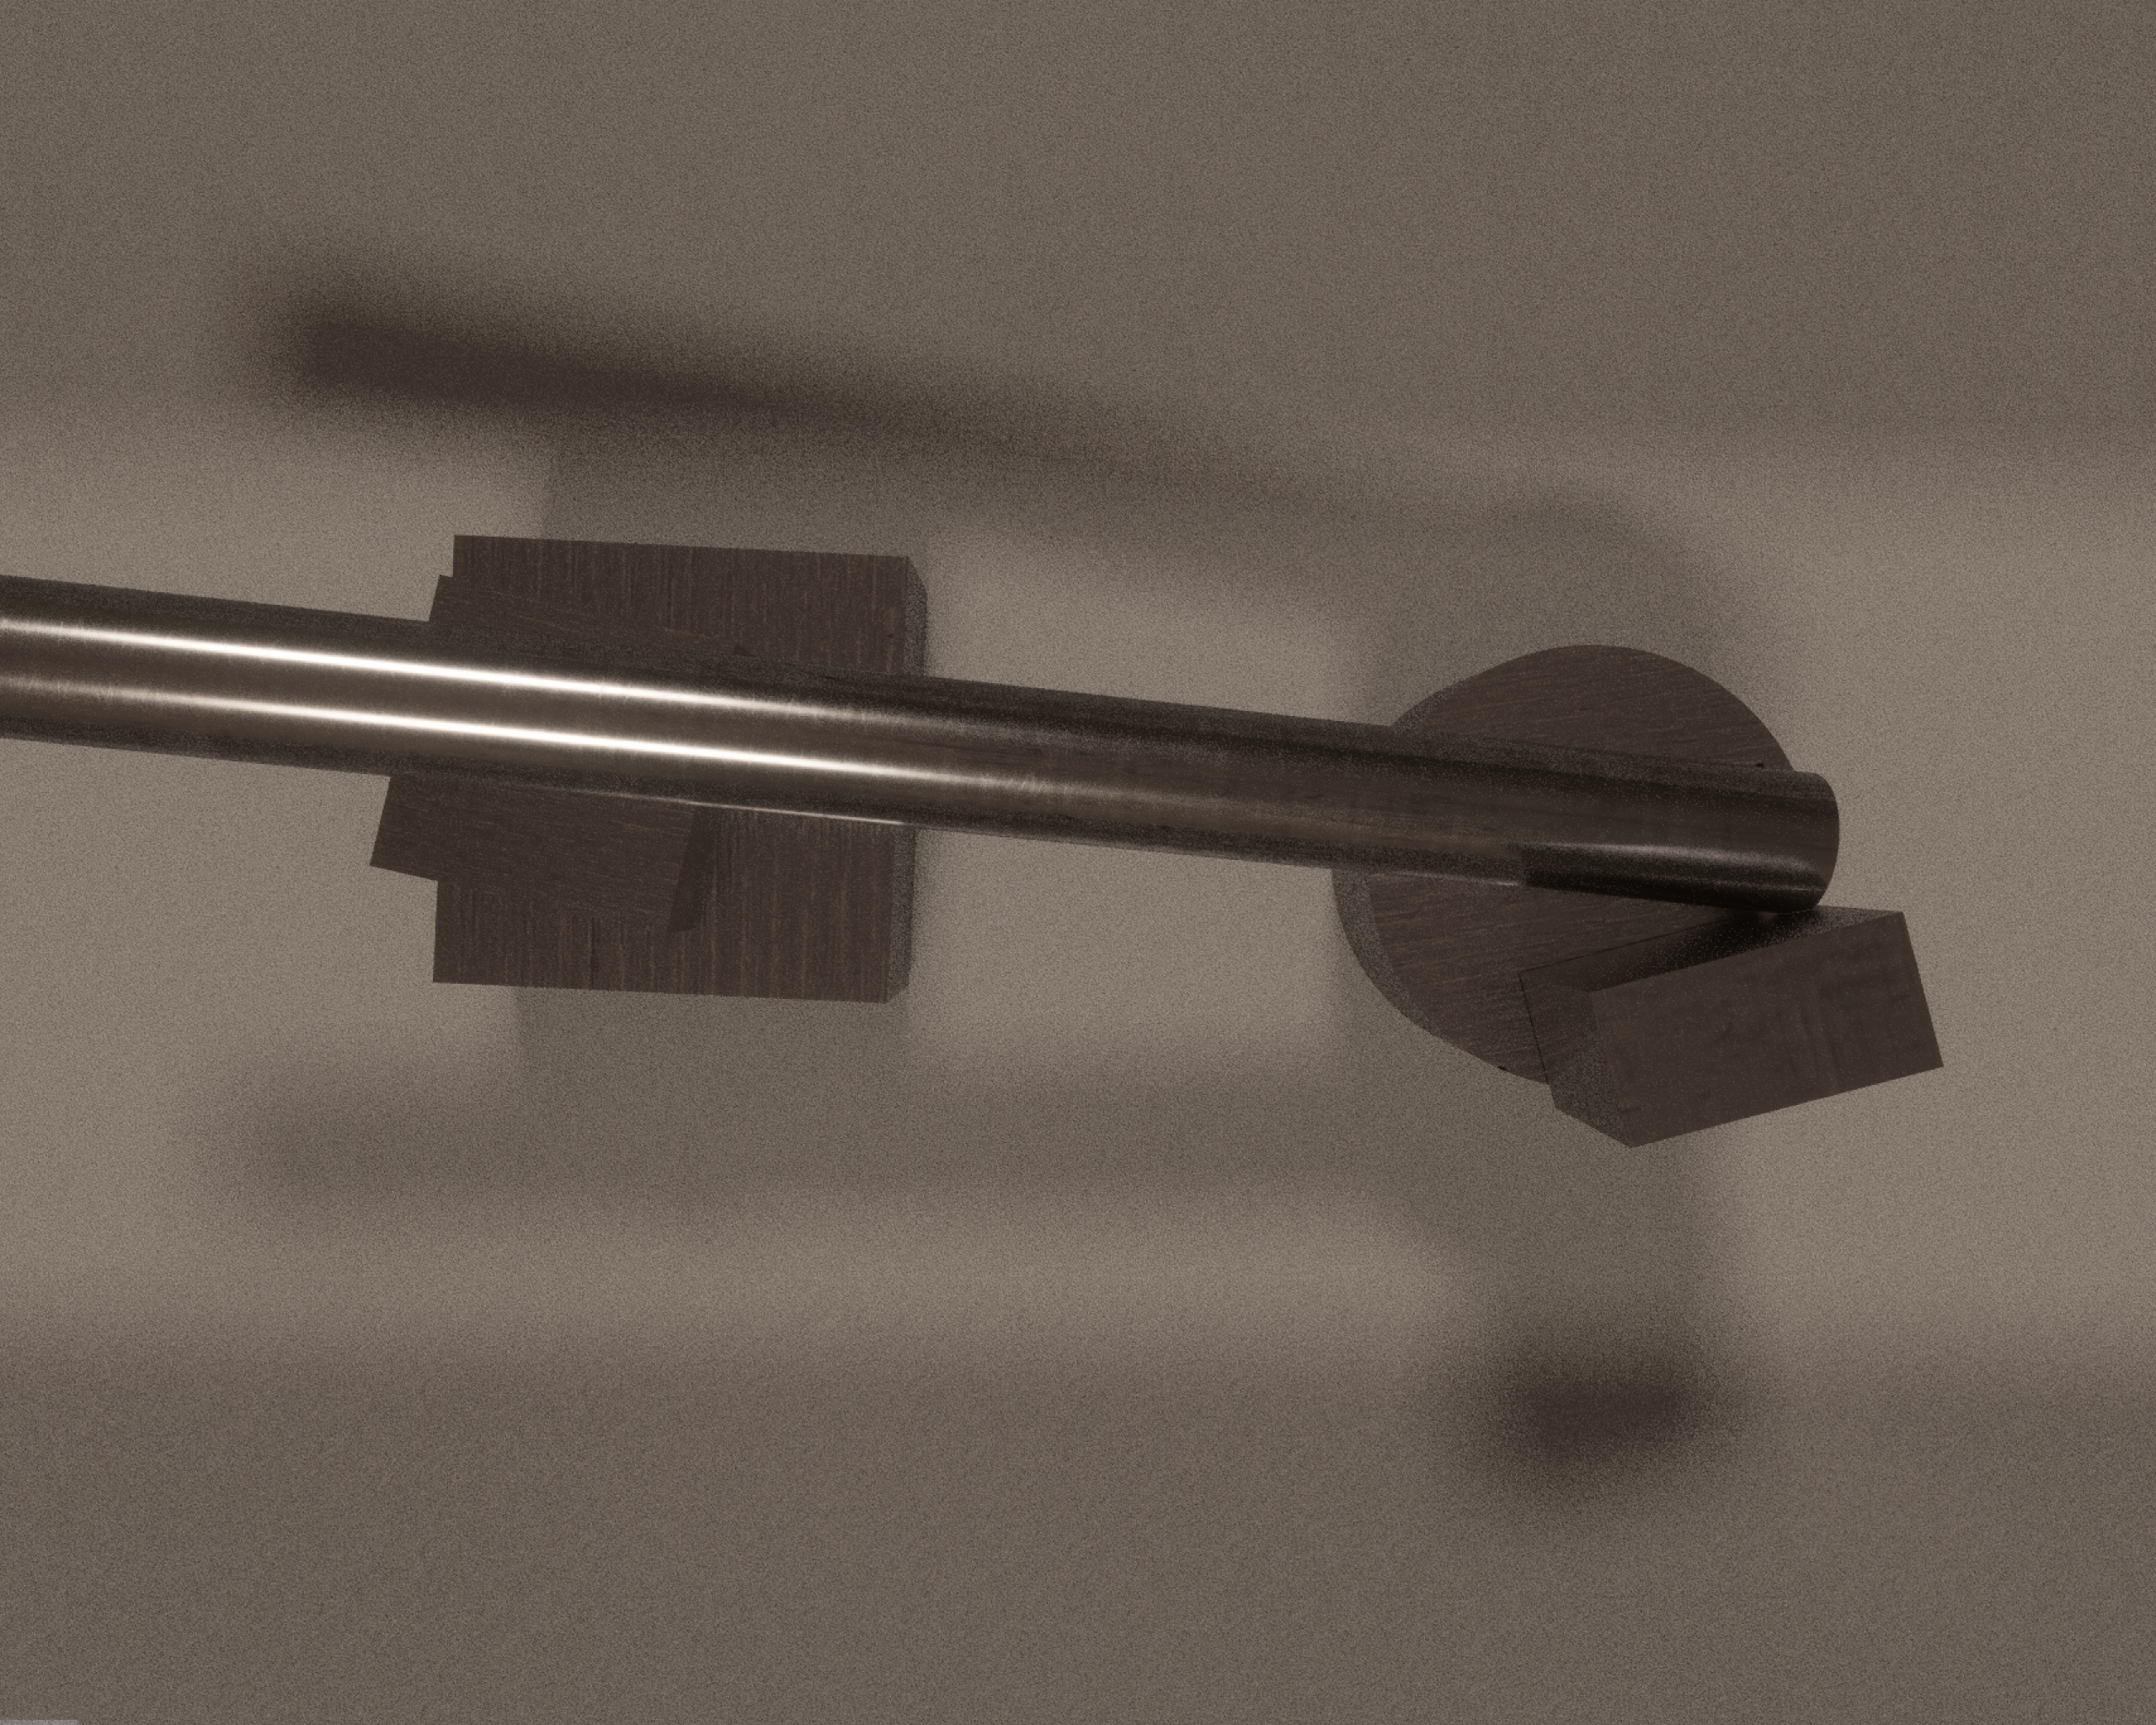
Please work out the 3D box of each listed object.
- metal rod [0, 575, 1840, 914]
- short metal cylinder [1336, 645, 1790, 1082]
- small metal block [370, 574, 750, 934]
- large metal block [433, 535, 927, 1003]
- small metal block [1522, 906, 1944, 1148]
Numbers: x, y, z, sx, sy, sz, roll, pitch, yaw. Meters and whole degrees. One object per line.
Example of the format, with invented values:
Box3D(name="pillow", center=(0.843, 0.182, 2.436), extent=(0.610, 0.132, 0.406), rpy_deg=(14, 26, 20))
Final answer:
Box3D(name="metal rod", center=(-0.023, -0.018, 0.339), extent=(0.302, 0.025, 0.025), rpy_deg=(6, 90, -8))
Box3D(name="short metal cylinder", center=(0.092, 0.001, 0.398), extent=(0.081, 0.050, 0.079), rpy_deg=(0, 90, -1))
Box3D(name="small metal block", center=(-0.087, -0.018, 0.359), extent=(0.050, 0.025, 0.050), rpy_deg=(13, 89, -1))
Box3D(name="large metal block", center=(-0.072, -0.017, 0.395), extent=(0.081, 0.050, 0.079), rpy_deg=(3, 90, -1))
Box3D(name="small metal block", center=(0.107, 0.026, 0.348), extent=(0.050, 0.050, 0.025), rpy_deg=(-14, 90, 0))
